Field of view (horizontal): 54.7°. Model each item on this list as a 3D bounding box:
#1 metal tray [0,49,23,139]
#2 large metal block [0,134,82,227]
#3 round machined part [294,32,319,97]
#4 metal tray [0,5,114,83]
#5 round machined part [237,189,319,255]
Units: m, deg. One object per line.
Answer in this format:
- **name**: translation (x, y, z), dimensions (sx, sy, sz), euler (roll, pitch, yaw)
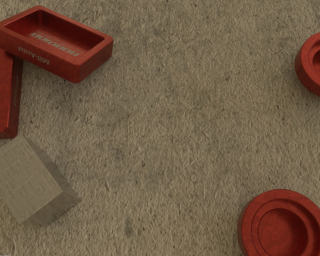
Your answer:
- **metal tray**: translation (-0.241, -0.049, 0.420), dimensions (0.091, 0.030, 0.129), euler (-4, 70, -2)
- **large metal block**: translation (-0.143, 0.063, 0.354), dimensions (0.050, 0.080, 0.080), euler (-38, 75, -13)
- **round machined part**: translation (0.237, -0.083, 0.432), dimensions (0.099, 0.042, 0.098), euler (0, 70, -1)
- **metal tray**: translation (-0.143, -0.119, 0.427), dimensions (0.130, 0.030, 0.090), euler (26, 45, 8)
- **round machined part**: translation (0.137, 0.122, 0.356), dimensions (0.099, 0.042, 0.098), euler (0, 70, -1)
